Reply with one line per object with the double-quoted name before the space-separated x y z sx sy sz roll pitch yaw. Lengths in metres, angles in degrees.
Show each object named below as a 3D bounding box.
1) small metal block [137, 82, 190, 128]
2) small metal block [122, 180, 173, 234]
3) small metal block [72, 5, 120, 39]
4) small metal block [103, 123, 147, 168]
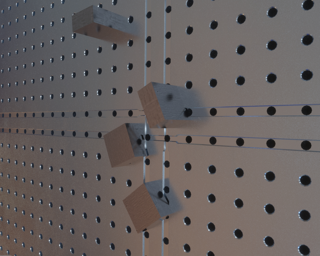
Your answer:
"small metal block" 0.005 -0.027 0.387 0.025 0.050 0.050 -30 71 36
"small metal block" -0.018 0.107 0.422 0.050 0.025 0.050 -44 64 31
"small metal block" -0.097 -0.160 0.471 0.050 0.050 0.025 -6 87 39
"small metal block" -0.051 0.025 0.449 0.050 0.025 0.050 -28 73 36
